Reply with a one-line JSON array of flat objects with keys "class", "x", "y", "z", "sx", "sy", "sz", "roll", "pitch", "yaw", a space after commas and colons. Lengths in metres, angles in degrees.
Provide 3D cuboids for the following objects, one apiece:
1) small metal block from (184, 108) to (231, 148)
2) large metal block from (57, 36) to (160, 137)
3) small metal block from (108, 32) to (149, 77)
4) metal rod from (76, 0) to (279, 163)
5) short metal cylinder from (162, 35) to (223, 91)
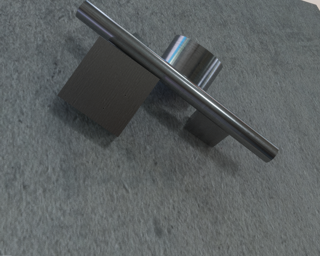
[{"class": "small metal block", "x": 0.070, "y": -0.006, "z": 0.429, "sx": 0.050, "sy": 0.050, "sz": 0.025, "roll": 35, "pitch": 51, "yaw": -5}, {"class": "large metal block", "x": -0.058, "y": -0.047, "z": 0.365, "sx": 0.080, "sy": 0.050, "sz": 0.080, "roll": 35, "pitch": 91, "yaw": -6}, {"class": "small metal block", "x": -0.048, "y": -0.096, "z": 0.424, "sx": 0.025, "sy": 0.050, "sz": 0.050, "roll": 44, "pitch": 51, "yaw": 1}, {"class": "metal rod", "x": 0.025, "y": -0.056, "z": 0.390, "sx": 0.301, "sy": 0.025, "sz": 0.025, "roll": 37, "pitch": 51, "yaw": -4}, {"class": "short metal cylinder", "x": 0.041, "y": -0.087, "z": 0.439, "sx": 0.080, "sy": 0.080, "sz": 0.050, "roll": 34, "pitch": 93, "yaw": -7}]
